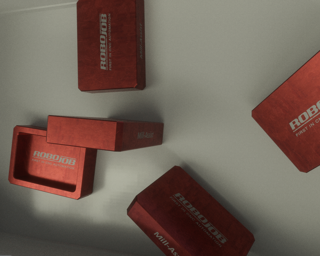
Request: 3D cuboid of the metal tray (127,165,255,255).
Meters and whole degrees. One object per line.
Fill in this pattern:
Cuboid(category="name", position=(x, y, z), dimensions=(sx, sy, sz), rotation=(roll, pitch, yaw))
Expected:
Cuboid(category="metal tray", position=(0.037, 0.113, 0.359), dimensions=(0.130, 0.091, 0.030), rotation=(42, 128, 15))

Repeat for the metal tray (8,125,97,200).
Cuboid(category="metal tray", position=(-0.161, 0.048, 0.462), dimensions=(0.130, 0.030, 0.089), rotation=(8, 93, 19))

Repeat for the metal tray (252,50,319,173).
Cuboid(category="metal tray", position=(0.170, -0.023, 0.316), dimensions=(0.090, 0.030, 0.129), rotation=(52, 134, 13))

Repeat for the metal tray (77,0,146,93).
Cuboid(category="metal tray", position=(-0.068, -0.116, 0.431), dimensions=(0.090, 0.030, 0.129), rotation=(-1, 90, 19))

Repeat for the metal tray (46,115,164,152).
Cuboid(category="metal tray", position=(-0.059, 0.004, 0.374), dimensions=(0.090, 0.130, 0.030), rotation=(5, 92, 19))
